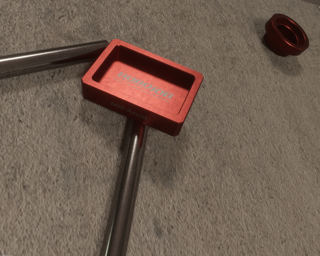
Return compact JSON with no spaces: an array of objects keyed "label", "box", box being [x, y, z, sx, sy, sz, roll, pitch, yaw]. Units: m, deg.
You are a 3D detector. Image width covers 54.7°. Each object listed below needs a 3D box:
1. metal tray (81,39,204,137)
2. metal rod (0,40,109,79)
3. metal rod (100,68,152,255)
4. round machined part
[{"label":"metal tray","box":[-0.020,-0.054,0.393,0.131,0.030,0.090,23,55,4]},{"label":"metal rod","box":[-0.188,-0.064,0.342,0.302,0.025,0.025,-22,74,-36]},{"label":"metal rod","box":[-0.031,0.030,0.369,0.025,0.025,0.300,21,54,-17]},{"label":"round machined part","box":[0.261,-0.190,0.653,0.099,0.042,0.098,14,56,-21]}]
